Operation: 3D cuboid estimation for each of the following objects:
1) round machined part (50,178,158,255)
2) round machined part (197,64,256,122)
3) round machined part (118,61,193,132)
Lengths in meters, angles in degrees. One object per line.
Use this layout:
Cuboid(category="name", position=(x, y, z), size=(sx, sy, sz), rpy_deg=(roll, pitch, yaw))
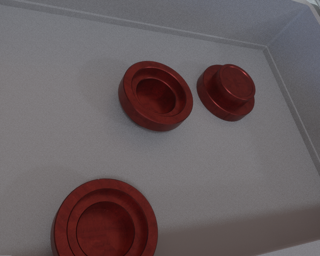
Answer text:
Cuboid(category="round machined part", position=(-0.055, 0.102, 0.302), size=(0.099, 0.042, 0.098), rpy_deg=(14, 55, -21))
Cuboid(category="round machined part", position=(0.111, -0.062, 0.492), size=(0.099, 0.042, 0.098), rpy_deg=(14, 56, -21))
Cuboid(category="round machined part", position=(-0.009, -0.038, 0.413), size=(0.099, 0.042, 0.098), rpy_deg=(14, 56, -21))
